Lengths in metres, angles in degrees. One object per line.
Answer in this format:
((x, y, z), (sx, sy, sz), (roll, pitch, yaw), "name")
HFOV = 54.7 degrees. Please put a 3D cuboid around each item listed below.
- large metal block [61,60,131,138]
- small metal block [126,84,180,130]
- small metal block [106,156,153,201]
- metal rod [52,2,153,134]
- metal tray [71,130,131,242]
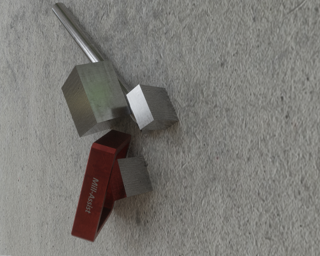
((-0.093, -0.040, 0.439), (0.080, 0.050, 0.080), (-28, 82, 56), "large metal block")
((-0.009, -0.026, 0.394), (0.025, 0.050, 0.050), (-35, 69, 34), "small metal block")
((-0.041, 0.068, 0.421), (0.025, 0.050, 0.050), (-26, 74, 37), "small metal block")
((-0.096, -0.106, 0.481), (0.300, 0.025, 0.025), (52, 120, 27), "metal rod")
((-0.077, 0.074, 0.423), (0.030, 0.090, 0.129), (16, 102, 4), "metal tray")
